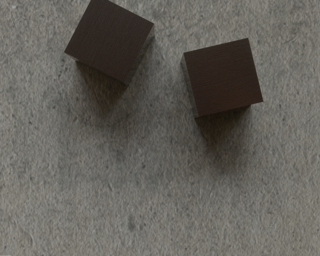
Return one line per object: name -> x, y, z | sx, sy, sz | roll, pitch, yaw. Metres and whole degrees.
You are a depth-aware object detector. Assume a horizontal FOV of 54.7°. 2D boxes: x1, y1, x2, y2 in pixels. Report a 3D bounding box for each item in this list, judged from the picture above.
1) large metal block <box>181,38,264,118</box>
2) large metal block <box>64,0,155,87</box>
large metal block -> 0.077, -0.061, 0.399 | 0.080, 0.050, 0.080 | -13, 90, -1
large metal block -> -0.061, -0.109, 0.397 | 0.080, 0.050, 0.080 | 27, 90, -1
